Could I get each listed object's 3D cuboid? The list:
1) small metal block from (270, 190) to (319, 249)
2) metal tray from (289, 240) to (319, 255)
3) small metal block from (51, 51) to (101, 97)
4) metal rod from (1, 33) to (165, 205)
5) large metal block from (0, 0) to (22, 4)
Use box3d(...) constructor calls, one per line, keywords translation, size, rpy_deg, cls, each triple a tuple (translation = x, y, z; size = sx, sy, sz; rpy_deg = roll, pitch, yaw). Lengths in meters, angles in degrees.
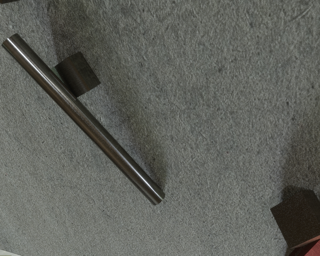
box3d(translation=(0.168, 0.108, 0.367), size=(0.050, 0.025, 0.050), rpy_deg=(-50, 46, 39), cls="small metal block")
box3d(translation=(0.226, 0.173, 0.392), size=(0.090, 0.030, 0.129), rpy_deg=(25, 127, 12), cls="metal tray")
box3d(translation=(-0.118, -0.069, 0.424), size=(0.050, 0.025, 0.050), rpy_deg=(-21, 108, 35), cls="small metal block")
box3d(translation=(-0.094, -0.001, 0.429), size=(0.025, 0.025, 0.300), rpy_deg=(-27, 112, 37), cls="metal rod")
box3d(translation=(-0.189, -0.207, 0.360), size=(0.080, 0.050, 0.080), rpy_deg=(38, 129, 2), cls="large metal block")
